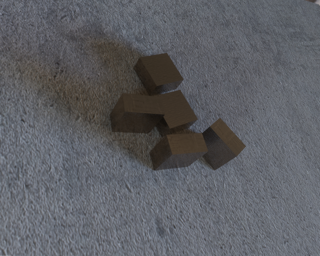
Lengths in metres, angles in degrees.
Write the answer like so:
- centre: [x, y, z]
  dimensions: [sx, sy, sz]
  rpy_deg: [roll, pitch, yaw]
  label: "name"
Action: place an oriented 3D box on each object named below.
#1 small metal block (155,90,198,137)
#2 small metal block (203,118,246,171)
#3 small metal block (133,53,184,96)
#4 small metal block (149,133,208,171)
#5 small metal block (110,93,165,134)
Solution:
- centre: [0.015, -0.021, 0.424]
  dimensions: [0.050, 0.025, 0.050]
  rpy_deg: [-18, 71, -35]
  label: "small metal block"
- centre: [0.077, 0.022, 0.415]
  dimensions: [0.050, 0.050, 0.025]
  rpy_deg: [49, 51, 6]
  label: "small metal block"
- centre: [-0.002, -0.079, 0.450]
  dimensions: [0.050, 0.025, 0.050]
  rpy_deg: [-19, 72, -35]
  label: "small metal block"
- centre: [0.022, 0.029, 0.381]
  dimensions: [0.050, 0.050, 0.025]
  rpy_deg: [-2, 63, -29]
  label: "small metal block"
- centre: [-0.029, -0.016, 0.382]
  dimensions: [0.050, 0.050, 0.025]
  rpy_deg: [3, 61, -27]
  label: "small metal block"
